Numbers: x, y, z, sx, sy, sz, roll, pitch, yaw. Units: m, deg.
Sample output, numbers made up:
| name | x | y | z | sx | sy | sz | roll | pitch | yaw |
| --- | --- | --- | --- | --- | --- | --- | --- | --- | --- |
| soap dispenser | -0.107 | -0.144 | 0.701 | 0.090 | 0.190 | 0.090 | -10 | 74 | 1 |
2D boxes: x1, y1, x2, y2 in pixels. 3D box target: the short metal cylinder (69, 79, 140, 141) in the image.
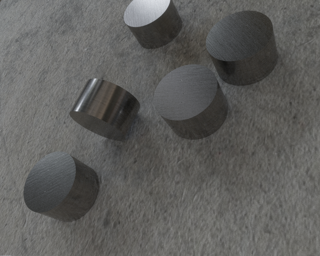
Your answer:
| name | x | y | z | sx | sy | sz | roll | pitch | yaw |
| --- | --- | --- | --- | --- | --- | --- | --- | --- | --- |
| short metal cylinder | -0.074 | -0.023 | 0.420 | 0.080 | 0.080 | 0.050 | 11 | 67 | 32 |

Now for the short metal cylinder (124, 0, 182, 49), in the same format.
| name | x | y | z | sx | sy | sz | roll | pitch | yaw |
| --- | --- | --- | --- | --- | --- | --- | --- | --- | --- |
| short metal cylinder | -0.011 | -0.175 | 0.499 | 0.080 | 0.050 | 0.080 | -13 | 56 | 20 |

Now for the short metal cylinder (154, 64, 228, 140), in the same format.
| name | x | y | z | sx | sy | sz | roll | pitch | yaw |
| --- | --- | --- | --- | --- | --- | --- | --- | --- | --- |
| short metal cylinder | 0.039 | -0.032 | 0.386 | 0.080 | 0.050 | 0.080 | -13 | 56 | 20 |

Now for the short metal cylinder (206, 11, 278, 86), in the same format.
| name | x | y | z | sx | sy | sz | roll | pitch | yaw |
| --- | --- | --- | --- | --- | --- | --- | --- | --- | --- |
| short metal cylinder | 0.105 | -0.101 | 0.394 | 0.080 | 0.050 | 0.080 | -13 | 56 | 20 |

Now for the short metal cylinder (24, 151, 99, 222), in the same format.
| name | x | y | z | sx | sy | sz | roll | pitch | yaw |
| --- | --- | --- | --- | --- | --- | --- | --- | --- | --- |
| short metal cylinder | -0.128 | 0.077 | 0.406 | 0.080 | 0.050 | 0.080 | -13 | 56 | 20 |
